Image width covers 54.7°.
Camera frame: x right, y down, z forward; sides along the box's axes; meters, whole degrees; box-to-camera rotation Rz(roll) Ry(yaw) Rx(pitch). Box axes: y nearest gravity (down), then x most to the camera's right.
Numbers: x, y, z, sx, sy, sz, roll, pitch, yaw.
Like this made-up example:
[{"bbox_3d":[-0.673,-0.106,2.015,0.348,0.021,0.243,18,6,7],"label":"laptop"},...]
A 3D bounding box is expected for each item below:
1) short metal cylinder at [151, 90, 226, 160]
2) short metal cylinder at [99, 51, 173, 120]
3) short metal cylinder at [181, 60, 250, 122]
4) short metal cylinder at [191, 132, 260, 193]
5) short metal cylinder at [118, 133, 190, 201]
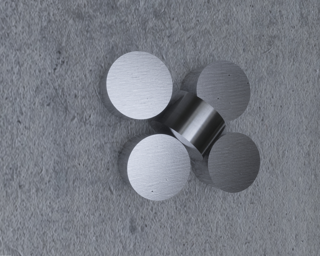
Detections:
[{"bbox_3d":[0.036,-0.003,0.396,0.080,0.080,0.050,41,77,-16],"label":"short metal cylinder"},{"bbox_3d":[-0.031,-0.050,0.385,0.081,0.050,0.079,0,90,-21],"label":"short metal cylinder"},{"bbox_3d":[0.075,-0.048,0.424,0.081,0.050,0.079,0,90,-21],"label":"short metal cylinder"},{"bbox_3d":[0.090,0.045,0.431,0.081,0.050,0.079,0,90,-21],"label":"short metal cylinder"},{"bbox_3d":[-0.009,0.047,0.394,0.081,0.050,0.079,0,90,-21],"label":"short metal cylinder"}]
